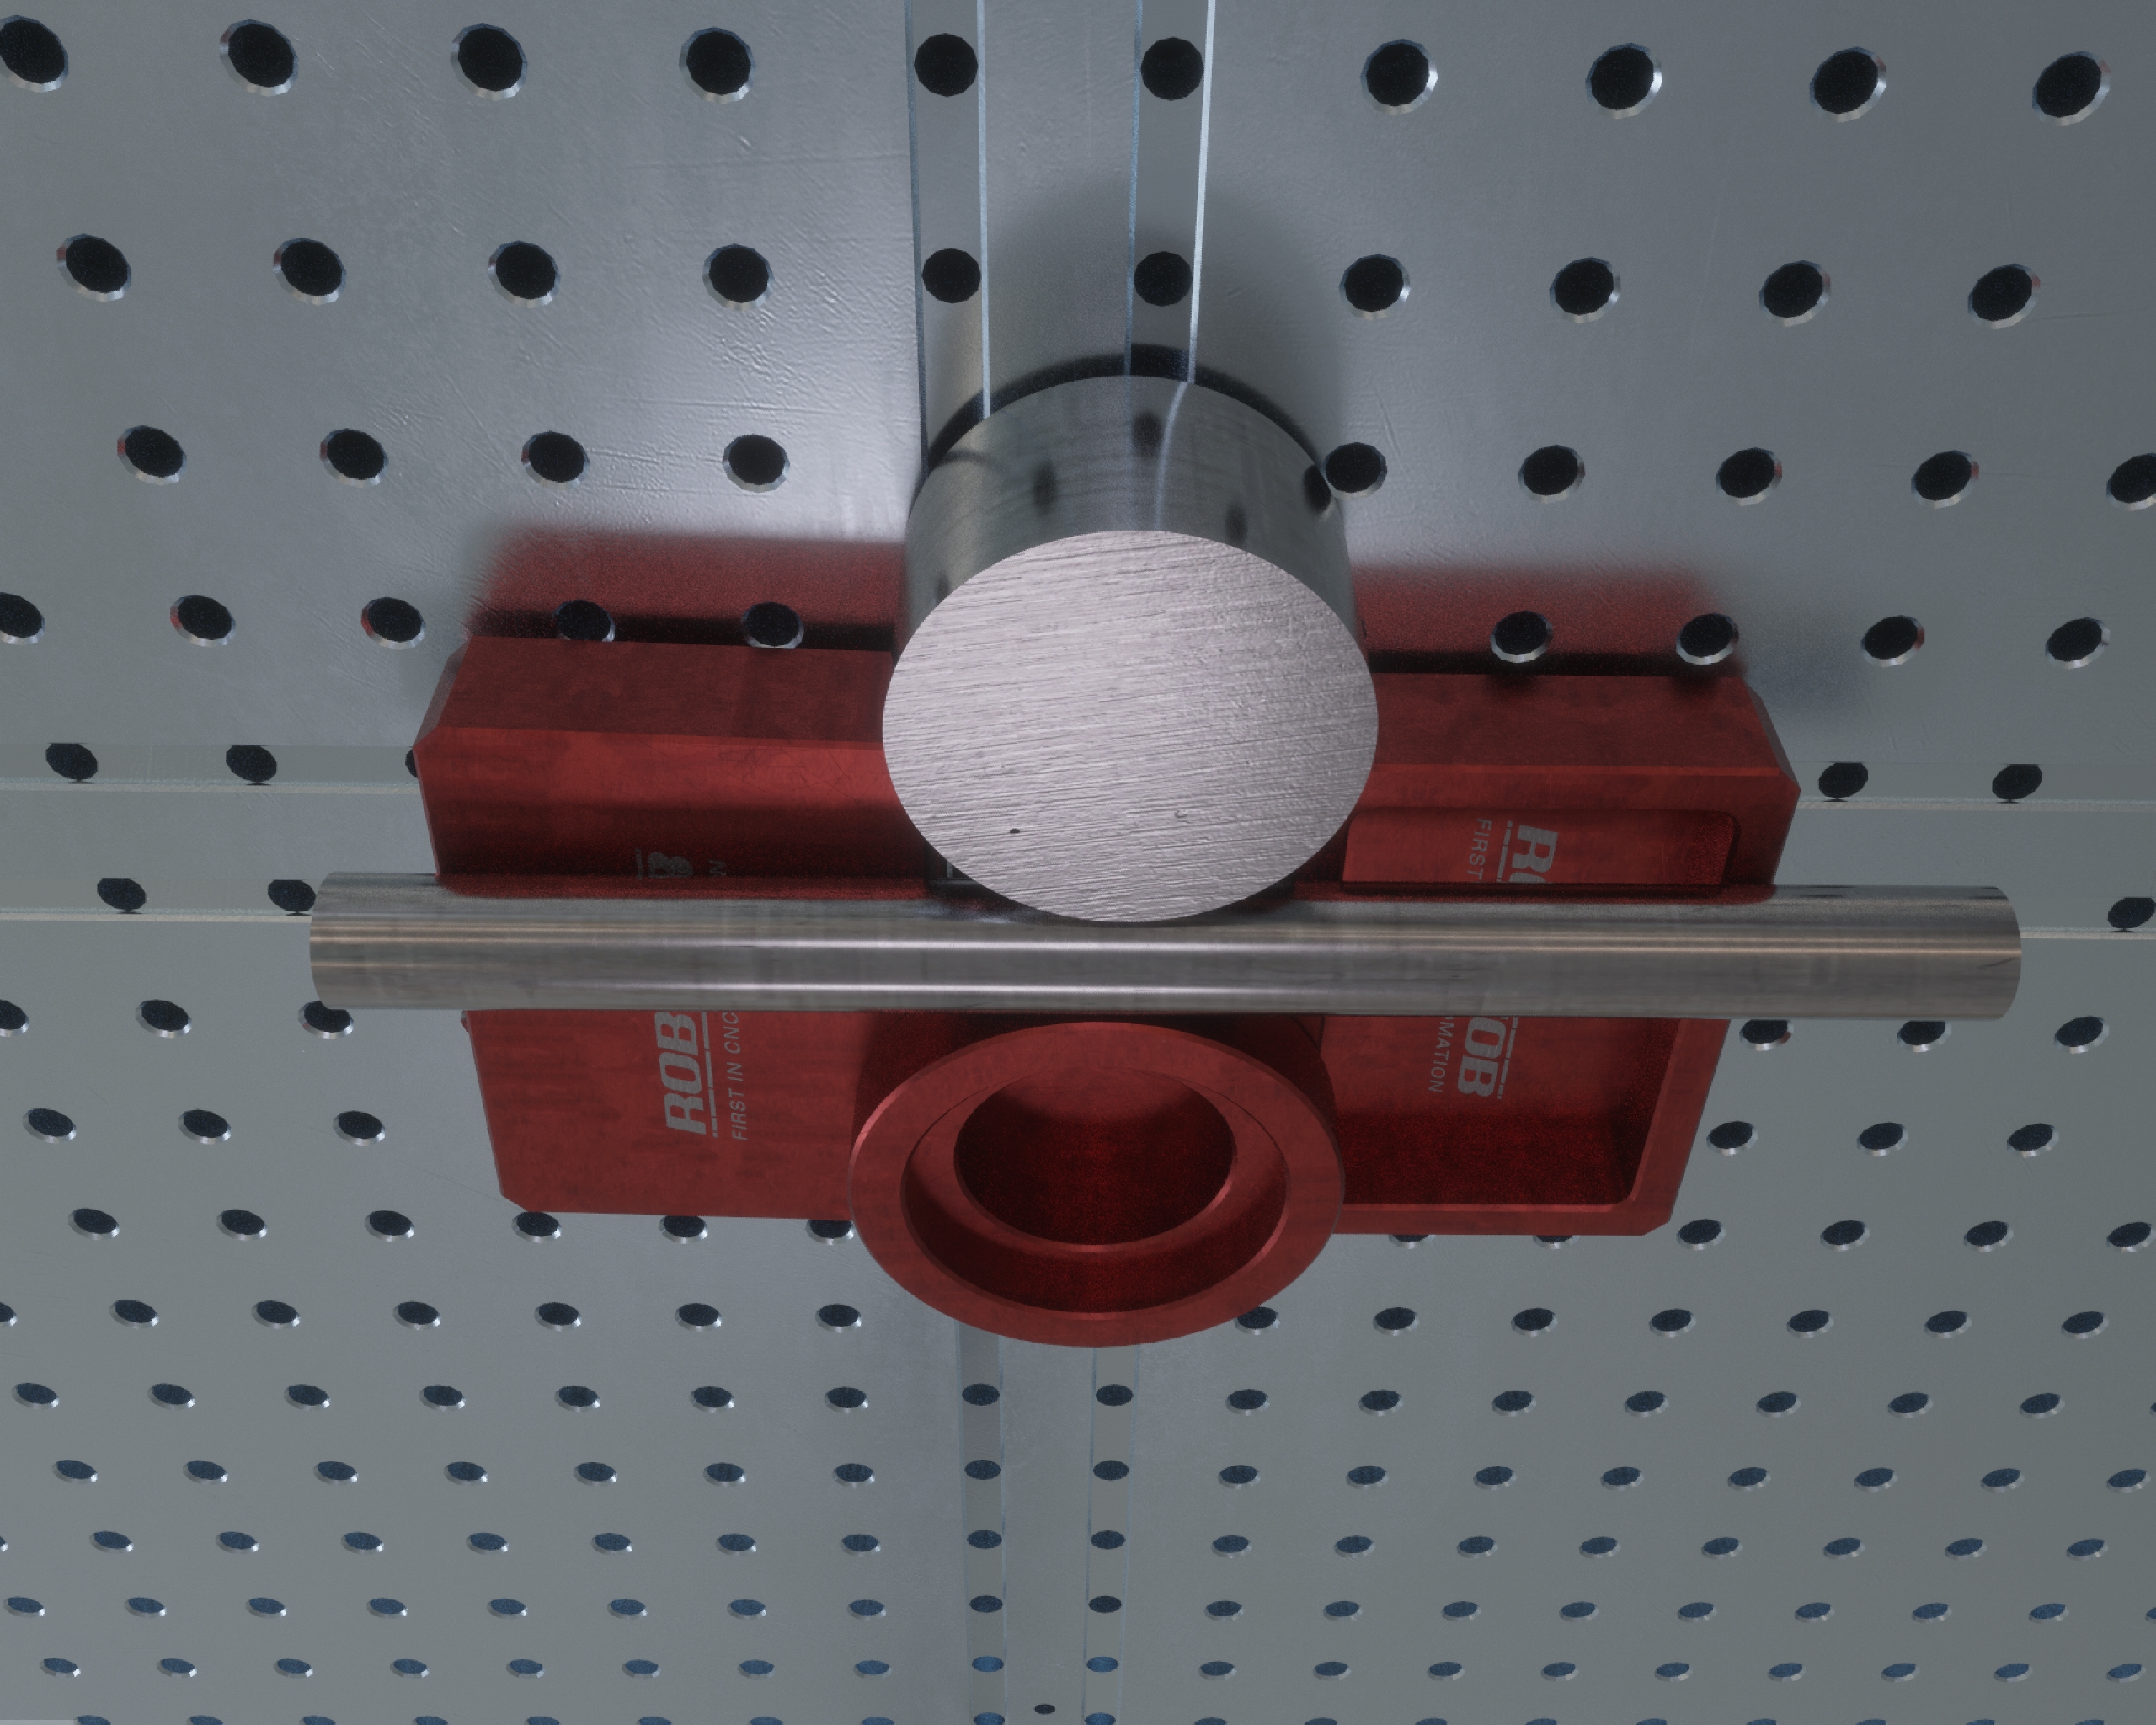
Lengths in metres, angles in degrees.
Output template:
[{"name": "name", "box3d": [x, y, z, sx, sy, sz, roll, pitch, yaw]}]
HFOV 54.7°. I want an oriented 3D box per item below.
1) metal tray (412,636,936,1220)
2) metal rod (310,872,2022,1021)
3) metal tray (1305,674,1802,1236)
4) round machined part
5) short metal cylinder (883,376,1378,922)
[{"name": "metal tray", "box3d": [-0.074, 0.018, 0.416, 0.091, 0.030, 0.129, 2, 130, -2]}, {"name": "metal rod", "box3d": [0.017, 0.015, 0.380, 0.302, 0.025, 0.025, 0, 130, -1]}, {"name": "metal tray", "box3d": [0.084, 0.023, 0.423, 0.091, 0.030, 0.129, 0, 130, -1]}, {"name": "round machined part", "box3d": [0.004, 0.053, 0.429, 0.099, 0.042, 0.097, 0, 130, 0]}, {"name": "short metal cylinder", "box3d": [0.009, -0.036, 0.359, 0.081, 0.050, 0.079, 0, 130, 0]}]
